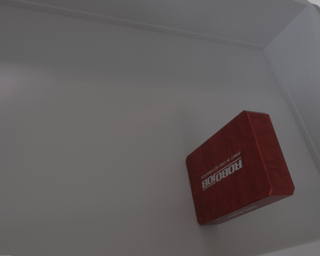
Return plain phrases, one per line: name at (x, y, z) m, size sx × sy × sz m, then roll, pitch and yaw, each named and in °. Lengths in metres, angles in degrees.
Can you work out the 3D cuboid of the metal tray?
metal tray at (0.080, 0.050, 0.350) m, size 0.030 × 0.129 × 0.090 m, roll 5°, pitch 60°, yaw -26°
